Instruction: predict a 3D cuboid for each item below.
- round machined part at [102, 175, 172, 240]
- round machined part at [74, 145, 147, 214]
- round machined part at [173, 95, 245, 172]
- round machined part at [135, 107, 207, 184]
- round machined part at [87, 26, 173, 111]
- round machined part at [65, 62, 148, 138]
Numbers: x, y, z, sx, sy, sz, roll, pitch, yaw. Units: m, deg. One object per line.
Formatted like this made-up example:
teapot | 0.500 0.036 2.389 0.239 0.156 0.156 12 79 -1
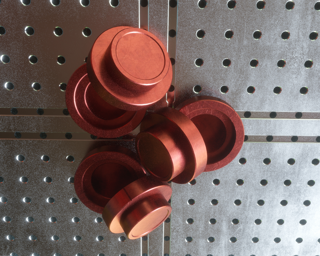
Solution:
round machined part | -0.023 0.110 0.414 0.099 0.042 0.098 -28 148 -19
round machined part | -0.065 0.068 0.428 0.099 0.042 0.097 0 110 0
round machined part | 0.056 0.005 0.406 0.099 0.042 0.097 0 110 0
round machined part | 0.006 0.027 0.382 0.042 0.098 0.098 -29 114 -35
round machined part | -0.028 -0.072 0.348 0.099 0.042 0.098 8 71 -24
round machined part | -0.063 -0.040 0.388 0.099 0.042 0.097 0 110 0
